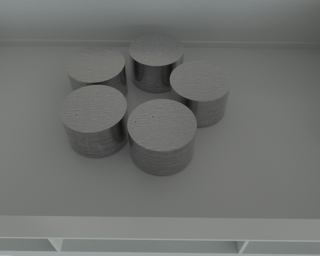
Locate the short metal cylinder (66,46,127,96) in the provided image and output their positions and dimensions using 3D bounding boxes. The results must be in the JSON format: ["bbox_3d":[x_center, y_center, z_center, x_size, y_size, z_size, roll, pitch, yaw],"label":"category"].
[{"bbox_3d":[-0.089,-0.074,0.447,0.080,0.050,0.080,0,50,0],"label":"short metal cylinder"}]

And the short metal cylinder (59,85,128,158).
[{"bbox_3d":[-0.080,-0.009,0.393,0.080,0.050,0.080,0,50,0],"label":"short metal cylinder"}]

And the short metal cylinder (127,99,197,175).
[{"bbox_3d":[0.003,0.010,0.377,0.080,0.050,0.080,0,50,0],"label":"short metal cylinder"}]

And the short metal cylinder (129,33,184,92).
[{"bbox_3d":[-0.005,-0.100,0.470,0.080,0.050,0.080,0,50,0],"label":"short metal cylinder"}]

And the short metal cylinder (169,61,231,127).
[{"bbox_3d":[0.053,-0.048,0.426,0.080,0.050,0.080,0,50,0],"label":"short metal cylinder"}]
